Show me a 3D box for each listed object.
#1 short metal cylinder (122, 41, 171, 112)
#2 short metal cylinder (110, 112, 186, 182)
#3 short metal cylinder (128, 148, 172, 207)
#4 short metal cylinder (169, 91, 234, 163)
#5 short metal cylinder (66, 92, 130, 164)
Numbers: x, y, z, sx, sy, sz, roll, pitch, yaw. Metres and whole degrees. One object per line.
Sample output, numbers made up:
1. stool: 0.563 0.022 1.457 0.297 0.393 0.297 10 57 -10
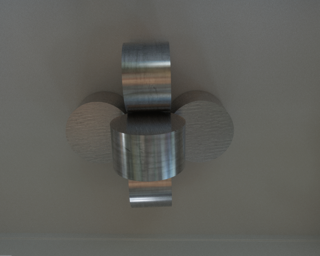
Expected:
1. short metal cylinder: -0.014 -0.059 0.358 0.050 0.080 0.079 -2 110 0
2. short metal cylinder: -0.012 0.017 0.339 0.080 0.080 0.050 -1 110 0
3. short metal cylinder: -0.012 0.062 0.403 0.050 0.080 0.079 -2 110 0
4. short metal cylinder: 0.049 -0.003 0.395 0.081 0.050 0.079 0 110 0
5. short metal cylinder: -0.073 -0.002 0.395 0.081 0.050 0.079 0 110 0
